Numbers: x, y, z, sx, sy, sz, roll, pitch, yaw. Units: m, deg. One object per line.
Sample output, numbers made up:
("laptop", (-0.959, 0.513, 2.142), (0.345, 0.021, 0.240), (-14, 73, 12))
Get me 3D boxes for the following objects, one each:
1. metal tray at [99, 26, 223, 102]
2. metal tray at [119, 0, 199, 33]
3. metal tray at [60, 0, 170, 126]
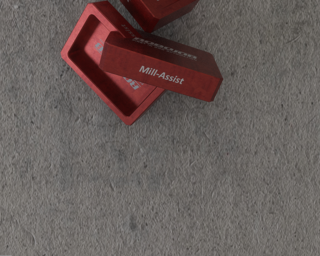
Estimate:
("metal tray", (0.002, -0.079, 0.364), (0.131, 0.090, 0.030), (15, 120, -9))
("metal tray", (-0.020, -0.191, 0.385), (0.091, 0.030, 0.130), (-39, 90, -32))
("metal tray", (-0.053, -0.077, 0.382), (0.130, 0.030, 0.090), (46, 128, 0))
